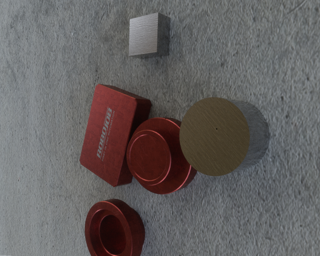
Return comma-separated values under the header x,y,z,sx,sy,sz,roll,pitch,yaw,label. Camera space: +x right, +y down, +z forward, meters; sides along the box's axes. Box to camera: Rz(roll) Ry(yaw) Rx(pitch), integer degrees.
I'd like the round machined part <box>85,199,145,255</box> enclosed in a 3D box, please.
x,y,z,sx,sy,sz,roll,pitch,yaw,label
-0.060,0.150,0.441,0.098,0.042,0.097,0,90,39,round machined part

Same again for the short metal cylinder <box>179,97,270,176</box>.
x,y,z,sx,sy,sz,roll,pitch,yaw,label
0.068,0.009,0.331,0.080,0.050,0.079,0,90,39,short metal cylinder

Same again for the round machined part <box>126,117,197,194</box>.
x,y,z,sx,sy,sz,roll,pitch,yaw,label
-0.003,0.035,0.390,0.098,0.042,0.097,1,92,35,round machined part

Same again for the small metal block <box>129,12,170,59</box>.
x,y,z,sx,sy,sz,roll,pitch,yaw,label
-0.014,-0.122,0.415,0.050,0.025,0.050,3,92,39,small metal block

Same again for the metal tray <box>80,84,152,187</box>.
x,y,z,sx,sy,sz,roll,pitch,yaw,label
-0.069,0.009,0.456,0.090,0.030,0.129,24,105,37,metal tray
